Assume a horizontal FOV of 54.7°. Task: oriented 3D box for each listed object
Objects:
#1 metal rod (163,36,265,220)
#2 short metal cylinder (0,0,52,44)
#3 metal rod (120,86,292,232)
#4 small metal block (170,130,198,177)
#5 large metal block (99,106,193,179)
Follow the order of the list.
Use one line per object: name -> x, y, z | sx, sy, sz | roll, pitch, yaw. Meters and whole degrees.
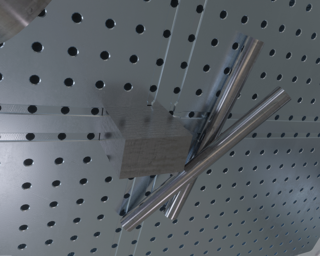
metal rod -> 0.072, 0.012, 0.458 | 0.025, 0.025, 0.298 | 10, 114, -33
short metal cylinder -> -0.121, -0.113, 0.240 | 0.080, 0.080, 0.050 | -44, 130, 2
metal rod -> 0.057, 0.051, 0.444 | 0.300, 0.025, 0.025 | -42, 130, 12
small metal block -> 0.027, 0.032, 0.427 | 0.050, 0.025, 0.050 | -67, 170, 20
large metal block -> -0.020, 0.013, 0.373 | 0.081, 0.080, 0.050 | -2, 119, -27
